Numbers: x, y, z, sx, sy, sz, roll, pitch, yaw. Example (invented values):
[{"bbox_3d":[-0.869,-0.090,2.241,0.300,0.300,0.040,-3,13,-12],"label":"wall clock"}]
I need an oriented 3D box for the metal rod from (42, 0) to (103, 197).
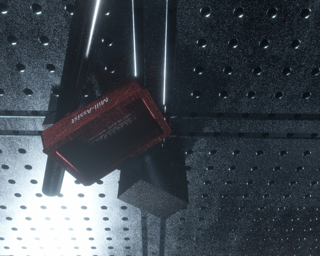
[{"bbox_3d":[-0.104,-0.033,0.356,0.025,0.025,0.298,14,121,-12],"label":"metal rod"}]

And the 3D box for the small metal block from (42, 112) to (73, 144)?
[{"bbox_3d":[-0.121,0.004,0.414,0.050,0.025,0.050,-6,130,4],"label":"small metal block"}]

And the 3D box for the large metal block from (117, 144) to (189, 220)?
[{"bbox_3d":[-0.009,0.070,0.435,0.080,0.080,0.050,32,123,-25],"label":"large metal block"}]

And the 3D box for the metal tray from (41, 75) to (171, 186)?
[{"bbox_3d":[-0.061,0.007,0.374,0.130,0.030,0.090,-33,136,-1],"label":"metal tray"}]
